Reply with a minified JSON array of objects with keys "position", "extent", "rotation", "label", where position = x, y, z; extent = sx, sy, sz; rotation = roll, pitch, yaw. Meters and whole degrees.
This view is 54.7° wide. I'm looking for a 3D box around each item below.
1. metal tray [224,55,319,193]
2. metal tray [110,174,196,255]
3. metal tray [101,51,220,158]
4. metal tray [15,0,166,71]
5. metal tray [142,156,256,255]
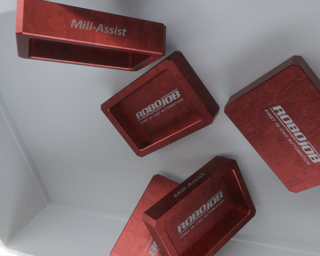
[{"position":[0.144,0.001,0.330],"extent":[0.130,0.030,0.090],"rotation":[49,128,-7],"label":"metal tray"},{"position":[0.004,0.139,0.423],"extent":[0.090,0.130,0.030],"rotation":[23,151,14],"label":"metal tray"},{"position":[-0.004,-0.024,0.390],"extent":[0.130,0.030,0.090],"rotation":[-29,103,37],"label":"metal tray"},{"position":[-0.070,-0.086,0.309],"extent":[0.090,0.131,0.030],"rotation":[178,94,-67],"label":"metal tray"},{"position":[0.053,0.105,0.378],"extent":[0.030,0.131,0.090],"rotation":[8,127,59],"label":"metal tray"}]
